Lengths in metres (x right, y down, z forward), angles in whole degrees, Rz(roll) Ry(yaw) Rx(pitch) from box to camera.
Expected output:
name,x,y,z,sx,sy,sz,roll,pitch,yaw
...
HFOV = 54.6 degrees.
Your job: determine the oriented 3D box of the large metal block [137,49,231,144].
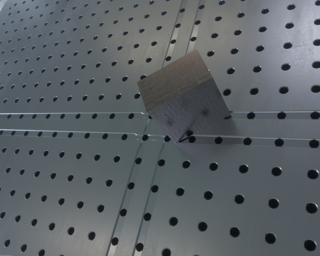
name,x,y,z,sx,sy,sz,roll,pitch,yaw
large metal block,0.031,-0.035,0.379,0.080,0.080,0.050,-28,52,11
